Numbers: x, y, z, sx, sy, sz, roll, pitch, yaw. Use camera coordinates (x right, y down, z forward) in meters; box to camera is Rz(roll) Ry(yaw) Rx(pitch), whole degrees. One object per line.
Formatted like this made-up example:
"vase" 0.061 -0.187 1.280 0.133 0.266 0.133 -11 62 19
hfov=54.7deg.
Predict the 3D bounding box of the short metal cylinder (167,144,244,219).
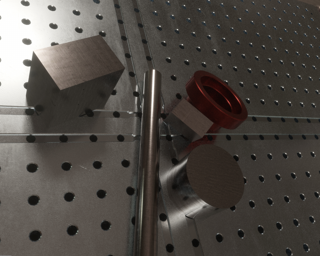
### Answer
"short metal cylinder" 0.056 0.067 0.383 0.081 0.050 0.080 14 56 -21

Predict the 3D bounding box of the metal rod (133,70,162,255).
"metal rod" -0.013 0.050 0.371 0.025 0.025 0.299 15 56 -20

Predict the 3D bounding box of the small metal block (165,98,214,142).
"small metal block" 0.037 -0.009 0.416 0.050 0.050 0.025 40 76 -2

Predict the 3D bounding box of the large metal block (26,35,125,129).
"large metal block" -0.098 -0.052 0.353 0.081 0.080 0.050 -29 78 -38

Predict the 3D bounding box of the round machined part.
"round machined part" 0.076 -0.035 0.449 0.098 0.042 0.098 28 34 -21
